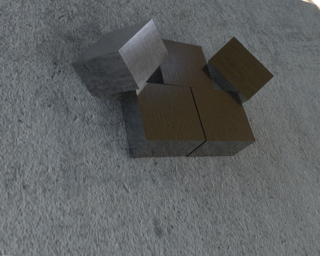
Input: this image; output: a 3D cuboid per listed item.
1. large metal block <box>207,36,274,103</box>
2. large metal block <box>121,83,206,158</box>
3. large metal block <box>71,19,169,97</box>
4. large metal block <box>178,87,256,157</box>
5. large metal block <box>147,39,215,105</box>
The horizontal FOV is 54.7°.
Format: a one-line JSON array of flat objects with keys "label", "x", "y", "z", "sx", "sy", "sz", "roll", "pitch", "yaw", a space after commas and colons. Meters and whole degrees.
[{"label": "large metal block", "x": 0.118, "y": -0.084, "z": 0.479, "sx": 0.050, "sy": 0.080, "sz": 0.080, "roll": -44, "pitch": 86, "yaw": 1}, {"label": "large metal block", "x": 0.002, "y": -0.009, "z": 0.396, "sx": 0.081, "sy": 0.050, "sz": 0.080, "roll": 1, "pitch": 61, "yaw": -28}, {"label": "large metal block", "x": -0.048, "y": -0.087, "z": 0.389, "sx": 0.080, "sy": 0.080, "sz": 0.050, "roll": -56, "pitch": 130, "yaw": -39}, {"label": "large metal block", "x": 0.075, "y": -0.007, "z": 0.433, "sx": 0.081, "sy": 0.050, "sz": 0.080, "roll": 1, "pitch": 61, "yaw": -28}, {"label": "large metal block", "x": 0.023, "y": -0.079, "z": 0.452, "sx": 0.081, "sy": 0.050, "sz": 0.080, "roll": 3, "pitch": 61, "yaw": -27}]
